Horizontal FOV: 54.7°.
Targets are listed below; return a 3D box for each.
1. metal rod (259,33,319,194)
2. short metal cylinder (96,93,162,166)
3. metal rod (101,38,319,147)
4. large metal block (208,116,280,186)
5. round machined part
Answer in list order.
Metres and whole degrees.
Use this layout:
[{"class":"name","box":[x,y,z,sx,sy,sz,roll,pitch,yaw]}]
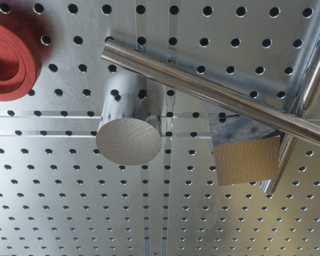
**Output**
[{"class":"metal rod","box":[0.178,-0.019,0.397,0.025,0.025,0.298,2,130,-2]},{"class":"short metal cylinder","box":[-0.038,0.003,0.397,0.081,0.050,0.079,0,130,0]},{"class":"metal rod","box":[0.079,-0.034,0.363,0.302,0.025,0.025,20,127,-9]},{"class":"large metal block","box":[0.113,0.030,0.421,0.080,0.050,0.080,-9,130,7]},{"class":"round machined part","box":[-0.177,-0.080,0.331,0.099,0.042,0.097,0,130,0]}]
